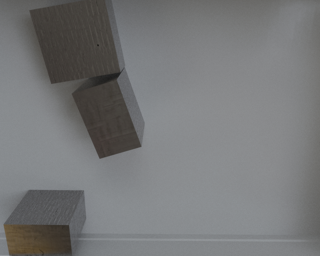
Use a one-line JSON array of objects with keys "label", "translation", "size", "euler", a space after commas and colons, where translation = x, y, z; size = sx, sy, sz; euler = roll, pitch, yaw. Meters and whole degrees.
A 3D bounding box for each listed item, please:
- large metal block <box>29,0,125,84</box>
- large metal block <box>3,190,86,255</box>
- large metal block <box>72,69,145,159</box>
[{"label": "large metal block", "translation": [-0.091, -0.102, 0.360], "size": [0.080, 0.050, 0.079], "euler": [-9, 110, 3]}, {"label": "large metal block", "translation": [-0.153, 0.129, 0.428], "size": [0.081, 0.080, 0.050], "euler": [1, 110, -1]}, {"label": "large metal block", "translation": [-0.057, -0.021, 0.373], "size": [0.050, 0.080, 0.080], "euler": [-17, 109, 6]}]
